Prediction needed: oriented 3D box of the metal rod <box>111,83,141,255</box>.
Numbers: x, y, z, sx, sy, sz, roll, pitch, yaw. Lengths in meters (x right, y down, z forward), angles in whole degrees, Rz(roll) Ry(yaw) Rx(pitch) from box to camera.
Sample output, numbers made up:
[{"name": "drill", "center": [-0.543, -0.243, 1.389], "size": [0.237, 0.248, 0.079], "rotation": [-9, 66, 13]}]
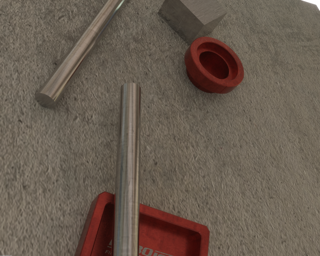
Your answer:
[{"name": "metal rod", "center": [-0.032, 0.081, 0.298], "size": [0.025, 0.025, 0.299], "rotation": [13, 56, -22]}]

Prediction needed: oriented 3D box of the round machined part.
[{"name": "round machined part", "center": [0.082, -0.095, 0.497], "size": [0.099, 0.042, 0.098], "rotation": [14, 56, -21]}]

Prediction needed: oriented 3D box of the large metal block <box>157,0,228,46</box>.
[{"name": "large metal block", "center": [0.058, -0.203, 0.545], "size": [0.080, 0.050, 0.080], "rotation": [47, 51, 4]}]

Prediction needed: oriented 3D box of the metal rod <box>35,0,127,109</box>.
[{"name": "metal rod", "center": [-0.090, -0.143, 0.443], "size": [0.025, 0.025, 0.300], "rotation": [28, 52, -11]}]

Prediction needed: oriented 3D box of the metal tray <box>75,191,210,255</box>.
[{"name": "metal tray", "center": [-0.016, 0.129, 0.314], "size": [0.131, 0.030, 0.090], "rotation": [23, 53, -15]}]
